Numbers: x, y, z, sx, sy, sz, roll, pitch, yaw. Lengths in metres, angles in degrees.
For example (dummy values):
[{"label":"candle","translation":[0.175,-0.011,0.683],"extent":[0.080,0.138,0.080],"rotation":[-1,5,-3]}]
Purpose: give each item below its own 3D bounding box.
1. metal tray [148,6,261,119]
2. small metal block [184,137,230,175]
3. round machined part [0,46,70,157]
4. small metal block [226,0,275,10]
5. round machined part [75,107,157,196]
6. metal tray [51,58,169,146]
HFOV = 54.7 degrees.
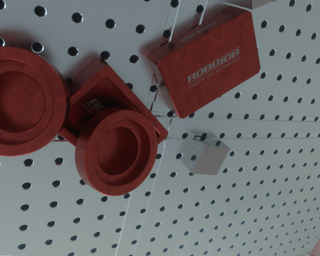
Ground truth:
[{"label":"metal tray","translation":[0.060,-0.081,0.390],"extent":[0.131,0.030,0.090],"rotation":[-31,129,-8]},{"label":"small metal block","translation":[0.072,0.044,0.477],"extent":[0.050,0.025,0.050],"rotation":[9,114,-33]},{"label":"round machined part","translation":[-0.135,-0.025,0.293],"extent":[0.099,0.042,0.097],"rotation":[-1,96,-5]},{"label":"small metal block","translation":[0.110,-0.161,0.355],"extent":[0.050,0.050,0.025],"rotation":[-26,128,-13]},{"label":"round machined part","translation":[-0.053,0.024,0.355],"extent":[0.099,0.042,0.097],"rotation":[-13,109,-41]},{"label":"metal tray","translation":[-0.060,-0.006,0.370],"extent":[0.090,0.030,0.130],"rotation":[-42,130,0]}]
